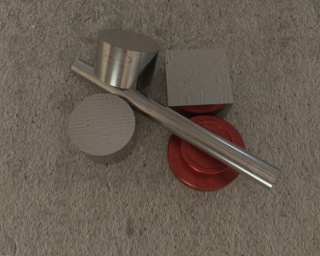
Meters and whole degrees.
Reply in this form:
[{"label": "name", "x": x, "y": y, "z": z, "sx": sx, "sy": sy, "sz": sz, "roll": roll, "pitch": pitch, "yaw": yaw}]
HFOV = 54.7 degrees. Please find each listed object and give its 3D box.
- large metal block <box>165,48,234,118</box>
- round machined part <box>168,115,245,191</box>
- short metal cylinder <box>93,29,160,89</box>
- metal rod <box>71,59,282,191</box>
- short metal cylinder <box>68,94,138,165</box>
[{"label": "large metal block", "x": 0.048, "y": -0.057, "z": 0.415, "sx": 0.081, "sy": 0.050, "sz": 0.080, "roll": -3, "pitch": 70, "yaw": -1}, {"label": "round machined part", "x": 0.059, "y": 0.028, "z": 0.390, "sx": 0.099, "sy": 0.042, "sz": 0.098, "roll": 0, "pitch": 70, "yaw": 0}, {"label": "short metal cylinder", "x": -0.044, "y": -0.092, "z": 0.409, "sx": 0.081, "sy": 0.050, "sz": 0.080, "roll": 12, "pitch": 31, "yaw": -7}, {"label": "metal rod", "x": 0.001, "y": -0.016, "z": 0.379, "sx": 0.300, "sy": 0.025, "sz": 0.025, "roll": 31, "pitch": 72, "yaw": 24}, {"label": "short metal cylinder", "x": -0.070, "y": 0.003, "z": 0.395, "sx": 0.081, "sy": 0.050, "sz": 0.080, "roll": 0, "pitch": 70, "yaw": 0}]
